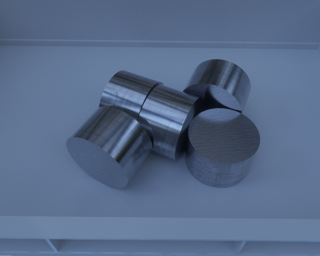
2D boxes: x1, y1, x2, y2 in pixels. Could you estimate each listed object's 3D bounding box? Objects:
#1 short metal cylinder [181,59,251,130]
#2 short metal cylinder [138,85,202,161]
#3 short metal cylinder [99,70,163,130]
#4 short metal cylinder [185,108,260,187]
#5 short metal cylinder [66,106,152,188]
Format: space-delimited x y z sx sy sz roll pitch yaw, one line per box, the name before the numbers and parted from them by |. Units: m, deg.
short metal cylinder | 0.072 -0.042 0.403 0.080 0.080 0.050 18 52 14
short metal cylinder | 0.012 -0.007 0.374 0.050 0.080 0.080 21 53 16
short metal cylinder | -0.034 -0.027 0.389 0.050 0.080 0.080 20 53 16
short metal cylinder | 0.072 0.023 0.368 0.081 0.050 0.080 0 50 0
short metal cylinder | -0.056 0.022 0.348 0.080 0.080 0.050 23 54 18
